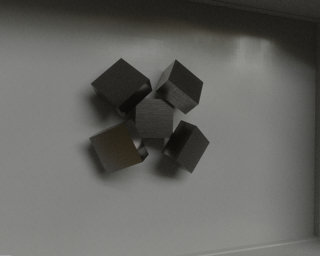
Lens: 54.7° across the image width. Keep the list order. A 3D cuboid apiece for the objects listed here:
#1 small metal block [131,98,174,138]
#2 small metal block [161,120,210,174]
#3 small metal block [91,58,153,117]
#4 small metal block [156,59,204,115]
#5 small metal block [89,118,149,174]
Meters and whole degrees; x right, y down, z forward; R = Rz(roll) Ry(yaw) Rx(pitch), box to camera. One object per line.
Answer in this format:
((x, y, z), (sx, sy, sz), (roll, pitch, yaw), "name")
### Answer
((-0.011, -0.012, 0.404), (0.050, 0.025, 0.050), (2, 90, -20), "small metal block")
((0.035, 0.026, 0.409), (0.050, 0.025, 0.050), (-58, 141, -11), "small metal block")
((-0.046, -0.050, 0.378), (0.050, 0.025, 0.050), (40, 75, 23), "small metal block")
((0.027, -0.054, 0.405), (0.050, 0.025, 0.050), (37, 41, -17), "small metal block")
((-0.049, 0.022, 0.378), (0.050, 0.025, 0.050), (-21, 99, 19), "small metal block")
